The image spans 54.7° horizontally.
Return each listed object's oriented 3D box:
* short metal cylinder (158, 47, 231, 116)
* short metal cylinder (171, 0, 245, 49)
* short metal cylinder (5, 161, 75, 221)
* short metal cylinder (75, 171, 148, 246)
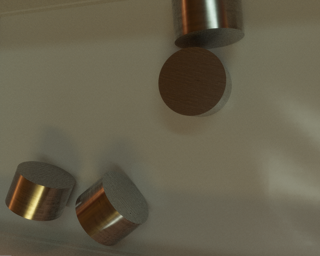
[{"bbox_3d":[0.045,-0.054,0.381,0.080,0.050,0.080,0,90,20],"label":"short metal cylinder"},{"bbox_3d":[0.055,-0.127,0.362,0.080,0.080,0.050,-5,89,20],"label":"short metal cylinder"},{"bbox_3d":[-0.169,0.088,0.441,0.080,0.080,0.050,26,99,18],"label":"short metal cylinder"},{"bbox_3d":[-0.061,0.103,0.403,0.050,0.080,0.080,-42,77,15],"label":"short metal cylinder"}]
